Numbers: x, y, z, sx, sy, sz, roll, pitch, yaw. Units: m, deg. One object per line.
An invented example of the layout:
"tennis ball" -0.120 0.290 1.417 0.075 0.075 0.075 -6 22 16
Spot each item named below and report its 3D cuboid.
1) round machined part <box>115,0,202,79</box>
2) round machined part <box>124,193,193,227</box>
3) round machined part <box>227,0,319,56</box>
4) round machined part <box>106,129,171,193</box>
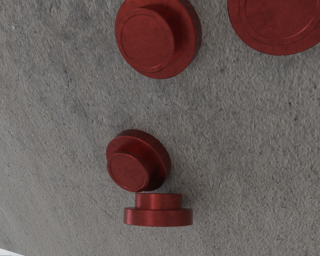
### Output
"round machined part" -0.008 -0.099 0.339 0.098 0.042 0.097 13 124 21
"round machined part" -0.002 0.115 0.445 0.098 0.098 0.042 -6 76 31
"round machined part" 0.107 -0.111 0.271 0.098 0.042 0.097 13 124 21
"round machined part" -0.037 0.054 0.449 0.098 0.042 0.097 13 124 21
